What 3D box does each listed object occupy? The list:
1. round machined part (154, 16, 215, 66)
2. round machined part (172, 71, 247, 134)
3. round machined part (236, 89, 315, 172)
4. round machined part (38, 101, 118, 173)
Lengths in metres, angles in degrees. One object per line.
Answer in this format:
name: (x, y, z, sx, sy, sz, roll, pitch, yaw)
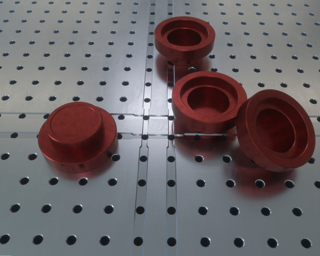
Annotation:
round machined part: (0.040, -0.141, 0.515, 0.099, 0.042, 0.098, 0, 50, 0)
round machined part: (0.065, -0.030, 0.422, 0.099, 0.042, 0.098, 0, 50, 0)
round machined part: (0.134, 0.006, 0.376, 0.099, 0.042, 0.098, 8, 67, -19)
round machined part: (-0.104, 0.004, 0.393, 0.099, 0.042, 0.098, 0, 50, 0)
